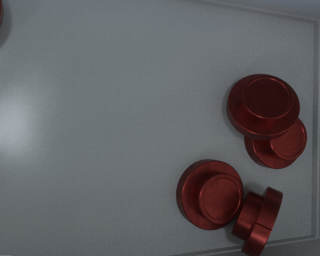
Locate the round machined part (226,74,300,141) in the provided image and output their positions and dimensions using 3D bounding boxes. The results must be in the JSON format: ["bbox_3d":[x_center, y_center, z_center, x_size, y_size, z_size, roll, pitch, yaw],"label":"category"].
[{"bbox_3d":[0.145,-0.035,0.433,0.099,0.042,0.098,-1,67,3],"label":"round machined part"}]

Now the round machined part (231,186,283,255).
[{"bbox_3d":[0.132,0.126,0.433,0.042,0.098,0.098,23,81,18],"label":"round machined part"}]

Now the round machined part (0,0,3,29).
[{"bbox_3d":[-0.217,-0.126,0.321,0.099,0.042,0.097,0,90,-21],"label":"round machined part"}]

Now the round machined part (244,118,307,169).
[{"bbox_3d":[0.182,0.014,0.471,0.099,0.042,0.097,0,90,-21],"label":"round machined part"}]

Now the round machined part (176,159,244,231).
[{"bbox_3d":[0.076,0.094,0.431,0.099,0.042,0.097,0,90,-21],"label":"round machined part"}]
